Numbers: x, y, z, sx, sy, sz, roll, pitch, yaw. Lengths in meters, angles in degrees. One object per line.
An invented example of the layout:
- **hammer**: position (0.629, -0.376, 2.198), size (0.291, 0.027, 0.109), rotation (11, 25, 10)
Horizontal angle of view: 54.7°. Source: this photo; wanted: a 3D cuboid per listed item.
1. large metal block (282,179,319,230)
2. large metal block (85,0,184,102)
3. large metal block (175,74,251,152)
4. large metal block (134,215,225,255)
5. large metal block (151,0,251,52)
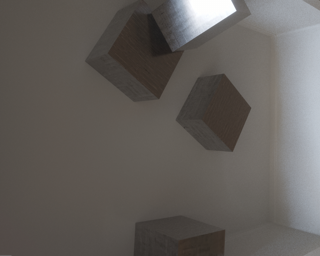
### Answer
- **large metal block**: position (0.311, 0.157, 0.634), size (0.050, 0.080, 0.080), rotation (46, 63, -31)
- **large metal block**: position (-0.026, -0.088, 0.368), size (0.080, 0.050, 0.080), rotation (40, 66, -33)
- **large metal block**: position (0.081, -0.021, 0.458), size (0.080, 0.050, 0.080), rotation (43, 64, -32)
- **large metal block**: position (0.024, 0.149, 0.391), size (0.081, 0.080, 0.050), rotation (5, 87, -40)
- **large metal block**: position (0.050, -0.133, 0.359), size (0.050, 0.080, 0.080), rotation (62, 31, -2)
